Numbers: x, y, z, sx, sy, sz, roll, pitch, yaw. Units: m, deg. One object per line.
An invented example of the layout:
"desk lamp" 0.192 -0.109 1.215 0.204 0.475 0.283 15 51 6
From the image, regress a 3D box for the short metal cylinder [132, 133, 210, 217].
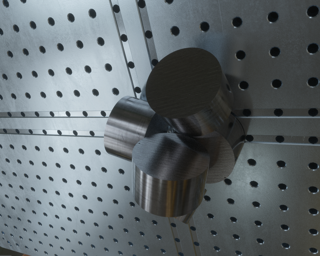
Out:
"short metal cylinder" 0.010 0.048 0.334 0.080 0.080 0.050 16 125 19

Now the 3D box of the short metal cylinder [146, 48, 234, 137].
"short metal cylinder" 0.032 -0.037 0.327 0.080 0.080 0.050 2 159 27

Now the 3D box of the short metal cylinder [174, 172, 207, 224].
"short metal cylinder" 0.015 0.084 0.412 0.080 0.050 0.080 31 171 6

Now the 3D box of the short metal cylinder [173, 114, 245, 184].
"short metal cylinder" 0.057 0.020 0.376 0.080 0.050 0.079 13 123 21

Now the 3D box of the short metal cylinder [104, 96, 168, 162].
"short metal cylinder" -0.027 0.004 0.392 0.050 0.080 0.079 17 125 18
